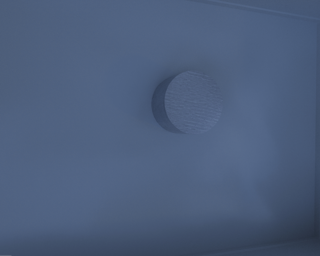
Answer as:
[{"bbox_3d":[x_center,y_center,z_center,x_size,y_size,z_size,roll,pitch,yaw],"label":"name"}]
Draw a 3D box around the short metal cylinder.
[{"bbox_3d":[0.035,-0.032,0.410,0.081,0.050,0.080,0,90,-20],"label":"short metal cylinder"}]
